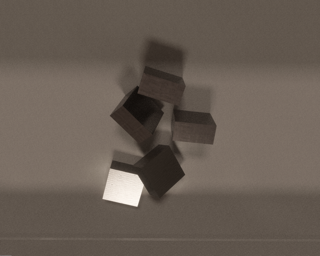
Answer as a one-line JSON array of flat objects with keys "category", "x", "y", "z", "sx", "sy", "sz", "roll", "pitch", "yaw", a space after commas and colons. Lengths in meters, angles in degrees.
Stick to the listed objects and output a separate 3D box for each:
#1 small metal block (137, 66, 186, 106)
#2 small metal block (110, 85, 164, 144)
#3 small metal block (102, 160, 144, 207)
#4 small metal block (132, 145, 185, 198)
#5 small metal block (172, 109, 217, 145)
[{"category": "small metal block", "x": 0.002, "y": -0.053, "z": 0.379, "sx": 0.050, "sy": 0.050, "sz": 0.025, "roll": 17, "pitch": 109, "yaw": -7}, {"category": "small metal block", "x": -0.027, "y": -0.017, "z": 0.388, "sx": 0.050, "sy": 0.050, "sz": 0.025, "roll": 45, "pitch": 127, "yaw": -15}, {"category": "small metal block", "x": -0.050, "y": 0.079, "z": 0.440, "sx": 0.050, "sy": 0.025, "sz": 0.050, "roll": 14, "pitch": 109, "yaw": -6}, {"category": "small metal block", "x": -0.001, "y": 0.058, "z": 0.419, "sx": 0.050, "sy": 0.025, "sz": 0.050, "roll": -38, "pitch": 110, "yaw": -27}, {"category": "small metal block", "x": 0.042, "y": -0.002, "z": 0.398, "sx": 0.050, "sy": 0.050, "sz": 0.025, "roll": 6, "pitch": 110, "yaw": -3}]
